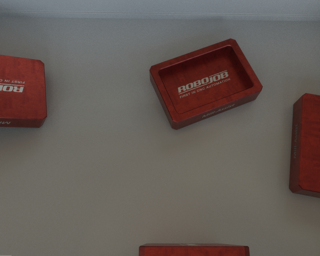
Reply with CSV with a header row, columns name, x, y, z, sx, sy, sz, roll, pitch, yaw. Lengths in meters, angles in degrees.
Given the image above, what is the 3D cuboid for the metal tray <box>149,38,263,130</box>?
name,x,y,z,sx,sy,sz,roll,pitch,yaw
metal tray,0.061,-0.062,0.429,0.131,0.030,0.090,-21,71,-8

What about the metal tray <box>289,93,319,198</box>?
name,x,y,z,sx,sy,sz,roll,pitch,yaw
metal tray,0.221,0.025,0.399,0.090,0.030,0.130,10,70,3

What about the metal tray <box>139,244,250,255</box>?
name,x,y,z,sx,sy,sz,roll,pitch,yaw
metal tray,0.028,0.131,0.306,0.091,0.130,0.030,0,70,0

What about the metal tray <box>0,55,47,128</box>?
name,x,y,z,sx,sy,sz,roll,pitch,yaw
metal tray,-0.216,-0.048,0.391,0.131,0.030,0.090,2,67,-31
